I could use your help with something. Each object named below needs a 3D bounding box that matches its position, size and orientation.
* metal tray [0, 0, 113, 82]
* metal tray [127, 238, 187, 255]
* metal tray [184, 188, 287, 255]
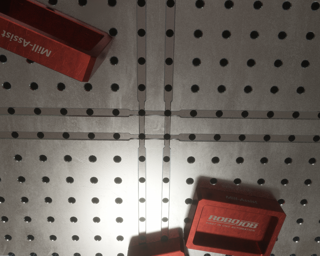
[{"bbox_3d":[-0.125,-0.103,0.336,0.131,0.090,0.030,23,119,-9],"label":"metal tray"},{"bbox_3d":[0.006,0.246,0.501,0.090,0.030,0.129,-12,110,4],"label":"metal tray"},{"bbox_3d":[0.109,0.145,0.465,0.131,0.030,0.089,11,110,-5],"label":"metal tray"}]
